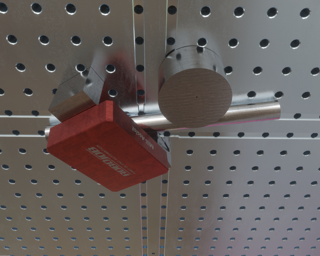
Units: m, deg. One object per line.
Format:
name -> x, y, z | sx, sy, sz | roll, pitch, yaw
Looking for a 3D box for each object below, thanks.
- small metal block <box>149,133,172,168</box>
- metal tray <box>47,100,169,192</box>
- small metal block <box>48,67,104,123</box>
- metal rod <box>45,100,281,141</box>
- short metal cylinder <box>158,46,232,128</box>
small metal block -> -0.017, 0.038, 0.442 | 0.050, 0.025, 0.050 | -18, 128, 14
metal tray -> -0.059, 0.029, 0.382 | 0.090, 0.030, 0.130 | -24, 138, 19
small metal block -> -0.096, -0.038, 0.361 | 0.050, 0.050, 0.025 | -25, 126, 19
metal rod -> 0.000, -0.007, 0.406 | 0.302, 0.025, 0.025 | -6, 130, 4
short metal cylinder -> 0.038, -0.046, 0.356 | 0.081, 0.050, 0.079 | 0, 130, 0
